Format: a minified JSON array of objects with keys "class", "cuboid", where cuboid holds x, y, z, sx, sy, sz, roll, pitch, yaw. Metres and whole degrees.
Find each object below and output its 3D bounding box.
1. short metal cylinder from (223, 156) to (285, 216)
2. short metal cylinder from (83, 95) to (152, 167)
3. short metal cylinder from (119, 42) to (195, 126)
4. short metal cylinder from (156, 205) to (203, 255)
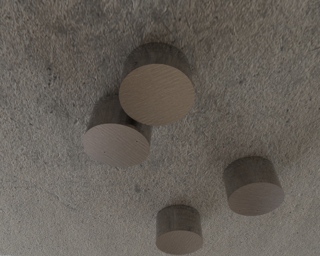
[{"class":"short metal cylinder","cuboid":[0.139,0.088,0.467,0.081,0.050,0.079,0,130,0]},{"class":"short metal cylinder","cuboid":[-0.051,0.005,0.389,0.080,0.050,0.080,2,136,3]},{"class":"short metal cylinder","cuboid":[-0.004,-0.049,0.349,0.081,0.050,0.079,0,130,0]},{"class":"short metal cylinder","cuboid":[0.033,0.179,0.544,0.081,0.050,0.079,0,130,0]}]
